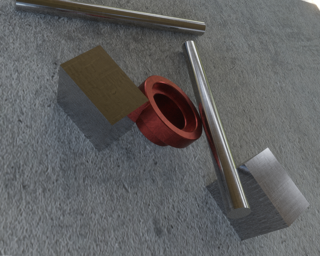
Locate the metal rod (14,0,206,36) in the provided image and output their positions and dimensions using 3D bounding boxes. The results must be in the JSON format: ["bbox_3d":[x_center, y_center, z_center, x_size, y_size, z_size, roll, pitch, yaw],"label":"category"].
[{"bbox_3d":[-0.057,-0.171,0.478,0.303,0.025,0.025,-2,63,-30],"label":"metal rod"}]

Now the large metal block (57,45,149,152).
[{"bbox_3d":[-0.068,-0.030,0.347,0.050,0.080,0.080,-38,84,-30],"label":"large metal block"}]

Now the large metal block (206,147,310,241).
[{"bbox_3d":[0.117,0.083,0.383,0.050,0.080,0.080,-24,75,-37],"label":"large metal block"}]

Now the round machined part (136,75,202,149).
[{"bbox_3d":[0.005,-0.016,0.393,0.098,0.042,0.098,33,35,-27],"label":"round machined part"}]

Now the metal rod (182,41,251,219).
[{"bbox_3d":[0.065,-0.024,0.416,0.025,0.025,0.300,13,44,-22],"label":"metal rod"}]
